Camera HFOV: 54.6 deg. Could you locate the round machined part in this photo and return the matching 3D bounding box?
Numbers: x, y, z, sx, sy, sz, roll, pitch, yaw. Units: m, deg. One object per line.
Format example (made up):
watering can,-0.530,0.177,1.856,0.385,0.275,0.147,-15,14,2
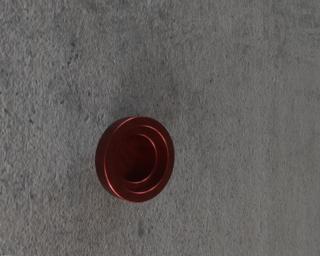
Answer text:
round machined part,-0.033,0.035,0.365,0.099,0.042,0.097,0,90,-40
